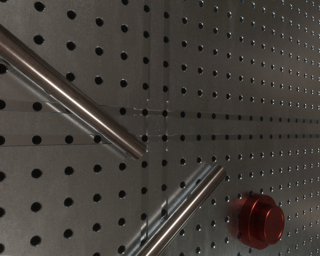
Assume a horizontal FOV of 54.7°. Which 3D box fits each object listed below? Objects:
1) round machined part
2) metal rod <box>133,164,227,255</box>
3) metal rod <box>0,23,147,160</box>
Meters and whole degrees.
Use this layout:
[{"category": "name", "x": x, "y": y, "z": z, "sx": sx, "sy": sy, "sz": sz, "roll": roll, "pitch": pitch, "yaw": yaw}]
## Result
[{"category": "round machined part", "x": 0.190, "y": 0.171, "z": 0.561, "sx": 0.099, "sy": 0.042, "sz": 0.097, "roll": 0, "pitch": 90, "yaw": -40}, {"category": "metal rod", "x": -0.002, "y": 0.150, "z": 0.410, "sx": 0.302, "sy": 0.025, "sz": 0.025, "roll": -40, "pitch": 115, "yaw": -33}, {"category": "metal rod", "x": -0.120, "y": -0.056, "z": 0.308, "sx": 0.300, "sy": 0.025, "sz": 0.025, "roll": 42, "pitch": 64, "yaw": -32}]
